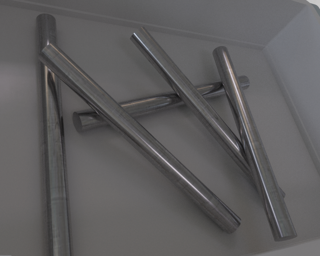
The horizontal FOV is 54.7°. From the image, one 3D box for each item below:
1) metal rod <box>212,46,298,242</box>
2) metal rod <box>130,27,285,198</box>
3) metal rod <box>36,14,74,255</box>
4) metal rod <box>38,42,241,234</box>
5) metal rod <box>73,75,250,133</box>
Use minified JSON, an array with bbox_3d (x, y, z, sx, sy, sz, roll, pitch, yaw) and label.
[{"bbox_3d":[0.119,-0.001,0.425,0.025,0.025,0.299,8,53,-24],"label":"metal rod"},{"bbox_3d":[0.067,-0.014,0.425,0.300,0.025,0.025,49,51,-4],"label":"metal rod"},{"bbox_3d":[-0.121,-0.010,0.346,0.025,0.025,0.299,2,61,-28],"label":"metal rod"},{"bbox_3d":[-0.018,0.017,0.361,0.300,0.025,0.025,44,51,-8],"label":"metal rod"},{"bbox_3d":[0.024,-0.042,0.443,0.302,0.025,0.025,-17,71,-35],"label":"metal rod"}]
